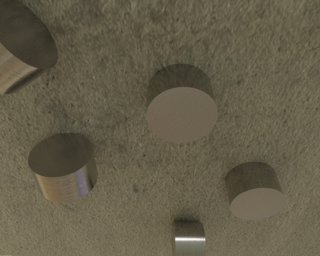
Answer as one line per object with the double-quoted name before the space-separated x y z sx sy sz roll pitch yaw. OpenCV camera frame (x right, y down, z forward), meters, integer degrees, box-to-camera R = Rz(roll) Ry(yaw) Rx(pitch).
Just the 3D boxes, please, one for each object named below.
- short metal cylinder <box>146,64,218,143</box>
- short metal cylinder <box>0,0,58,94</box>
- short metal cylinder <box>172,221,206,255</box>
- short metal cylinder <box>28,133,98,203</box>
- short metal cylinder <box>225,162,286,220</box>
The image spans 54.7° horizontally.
"short metal cylinder" 0.025 -0.029 0.367 0.081 0.050 0.079 0 130 0
"short metal cylinder" -0.149 -0.080 0.301 0.050 0.080 0.080 -28 125 21
"short metal cylinder" 0.049 0.208 0.549 0.050 0.080 0.079 2 130 -2
"short metal cylinder" -0.127 0.052 0.413 0.081 0.080 0.050 -1 130 0
"short metal cylinder" 0.144 0.098 0.476 0.081 0.050 0.079 0 130 0
